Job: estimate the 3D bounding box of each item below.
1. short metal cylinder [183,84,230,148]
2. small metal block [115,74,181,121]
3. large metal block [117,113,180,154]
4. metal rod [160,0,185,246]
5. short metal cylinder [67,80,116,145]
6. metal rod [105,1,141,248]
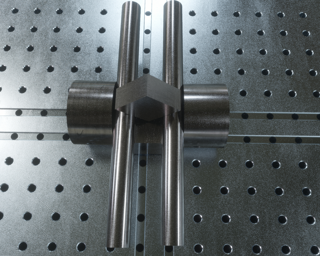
[{"bbox_3d":[0.053,-0.015,0.384,0.050,0.080,0.080,0,70,1],"label":"short metal cylinder"},{"bbox_3d":[-0.013,-0.031,0.339,0.050,0.050,0.025,-17,64,41],"label":"small metal block"},{"bbox_3d":[-0.013,-0.012,0.398,0.081,0.050,0.080,1,70,0],"label":"large metal block"},{"bbox_3d":[0.015,-0.022,0.363,0.025,0.025,0.299,1,70,0],"label":"metal rod"},{"bbox_3d":[-0.079,-0.019,0.385,0.050,0.080,0.080,1,70,0],"label":"short metal cylinder"},{"bbox_3d":[-0.040,-0.020,0.362,0.025,0.025,0.299,1,70,0],"label":"metal rod"}]
